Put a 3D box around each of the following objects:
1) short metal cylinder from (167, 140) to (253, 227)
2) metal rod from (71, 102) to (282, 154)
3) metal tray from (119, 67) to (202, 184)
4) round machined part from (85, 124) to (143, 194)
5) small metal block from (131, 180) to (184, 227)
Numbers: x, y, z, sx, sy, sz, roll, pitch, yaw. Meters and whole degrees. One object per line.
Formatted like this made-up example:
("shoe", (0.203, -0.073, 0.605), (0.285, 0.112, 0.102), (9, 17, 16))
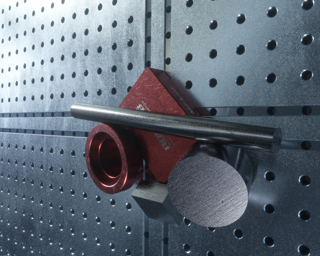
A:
("short metal cylinder", (0.054, 0.056, 0.327), (0.080, 0.050, 0.079), (7, 111, 19))
("metal rod", (-0.009, -0.007, 0.374), (0.300, 0.025, 0.025), (9, 96, 39))
("metal tray", (0.002, -0.004, 0.404), (0.090, 0.030, 0.130), (-51, 61, 27))
("round machined part", (-0.062, 0.041, 0.440), (0.098, 0.042, 0.097), (8, 102, 44))
("small metal block", (0.000, 0.094, 0.390), (0.050, 0.025, 0.050), (3, 136, 39))
